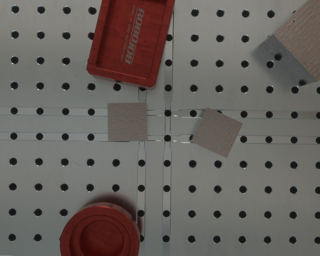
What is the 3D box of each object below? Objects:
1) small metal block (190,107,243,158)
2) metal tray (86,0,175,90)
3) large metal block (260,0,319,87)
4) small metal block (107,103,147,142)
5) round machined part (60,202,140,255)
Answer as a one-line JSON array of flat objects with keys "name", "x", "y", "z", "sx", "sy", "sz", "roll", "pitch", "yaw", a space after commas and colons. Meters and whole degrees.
[{"name": "small metal block", "x": 0.075, "y": 0.006, "z": 0.414, "sx": 0.050, "sy": 0.025, "sz": 0.050, "roll": 25, "pitch": 90, "yaw": -1}, {"name": "metal tray", "x": -0.037, "y": -0.124, "z": 0.410, "sx": 0.091, "sy": 0.030, "sz": 0.129, "roll": 13, "pitch": 90, "yaw": -1}, {"name": "large metal block", "x": 0.195, "y": -0.113, "z": 0.403, "sx": 0.080, "sy": 0.050, "sz": 0.080, "roll": -44, "pitch": 91, "yaw": 0}, {"name": "small metal block", "x": -0.042, "y": -0.008, "z": 0.413, "sx": 0.050, "sy": 0.025, "sz": 0.050, "roll": -1, "pitch": 90, "yaw": -1}, {"name": "round machined part", "x": -0.075, "y": 0.145, "z": 0.404, "sx": 0.099, "sy": 0.042, "sz": 0.097, "roll": 0, "pitch": 90, "yaw": -1}]
